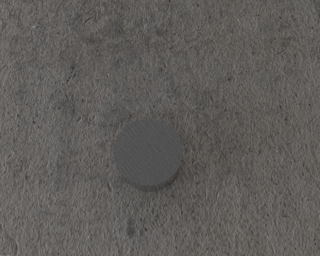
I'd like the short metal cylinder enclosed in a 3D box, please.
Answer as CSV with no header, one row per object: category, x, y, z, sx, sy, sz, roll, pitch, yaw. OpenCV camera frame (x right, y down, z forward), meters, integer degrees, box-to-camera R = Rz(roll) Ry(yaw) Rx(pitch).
short metal cylinder,-0.014,0.035,0.382,0.080,0.050,0.080,0,70,0
